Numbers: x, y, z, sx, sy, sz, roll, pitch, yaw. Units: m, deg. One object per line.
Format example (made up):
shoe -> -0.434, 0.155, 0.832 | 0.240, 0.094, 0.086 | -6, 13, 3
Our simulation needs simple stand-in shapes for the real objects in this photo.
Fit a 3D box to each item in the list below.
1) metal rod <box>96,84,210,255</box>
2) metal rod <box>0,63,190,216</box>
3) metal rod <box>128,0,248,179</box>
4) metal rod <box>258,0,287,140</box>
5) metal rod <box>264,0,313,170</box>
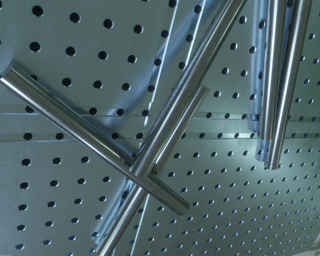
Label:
metal rod -> -0.017, 0.068, 0.445 | 0.025, 0.025, 0.298 | 19, 108, -36
metal rod -> -0.058, 0.033, 0.379 | 0.025, 0.025, 0.300 | -45, 123, 3
metal rod -> 0.046, -0.075, 0.364 | 0.025, 0.025, 0.299 | 26, 95, -38
metal rod -> 0.158, -0.107, 0.433 | 0.025, 0.025, 0.298 | -21, 127, -16
metal rod -> 0.196, -0.056, 0.486 | 0.025, 0.025, 0.298 | -17, 125, -19
